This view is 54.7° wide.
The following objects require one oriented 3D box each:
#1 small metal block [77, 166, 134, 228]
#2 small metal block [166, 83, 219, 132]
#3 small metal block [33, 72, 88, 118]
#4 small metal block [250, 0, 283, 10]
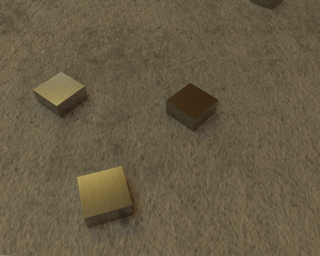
[{"bbox_3d":[-0.060,0.075,0.340,0.050,0.025,0.050,-13,51,-11],"label":"small metal block"},{"bbox_3d":[0.044,-0.030,0.429,0.050,0.025,0.050,36,59,26],"label":"small metal block"},{"bbox_3d":[-0.141,-0.048,0.442,0.050,0.025,0.050,31,56,23],"label":"small metal block"},{"bbox_3d":[0.221,-0.272,0.635,0.050,0.025,0.050,33,57,24],"label":"small metal block"}]
